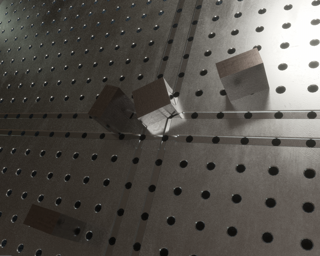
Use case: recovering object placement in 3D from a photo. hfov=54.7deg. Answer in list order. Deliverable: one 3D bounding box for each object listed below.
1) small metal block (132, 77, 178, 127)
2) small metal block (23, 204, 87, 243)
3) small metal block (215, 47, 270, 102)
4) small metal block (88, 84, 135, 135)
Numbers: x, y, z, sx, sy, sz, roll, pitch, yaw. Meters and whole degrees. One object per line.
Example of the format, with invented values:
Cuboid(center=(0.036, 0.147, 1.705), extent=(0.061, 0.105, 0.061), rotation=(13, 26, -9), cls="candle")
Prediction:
Cuboid(center=(-0.008, -0.036, 0.433), extent=(0.050, 0.025, 0.050), rotation=(-24, 53, 13), cls="small metal block")
Cuboid(center=(-0.130, 0.119, 0.386), extent=(0.050, 0.050, 0.025), rotation=(6, 65, 30), cls="small metal block")
Cuboid(center=(0.101, -0.064, 0.378), extent=(0.050, 0.050, 0.025), rotation=(-19, 55, 17), cls="small metal block")
Cuboid(center=(-0.067, -0.026, 0.441), extent=(0.025, 0.050, 0.050), rotation=(17, 71, 34), cls="small metal block")
